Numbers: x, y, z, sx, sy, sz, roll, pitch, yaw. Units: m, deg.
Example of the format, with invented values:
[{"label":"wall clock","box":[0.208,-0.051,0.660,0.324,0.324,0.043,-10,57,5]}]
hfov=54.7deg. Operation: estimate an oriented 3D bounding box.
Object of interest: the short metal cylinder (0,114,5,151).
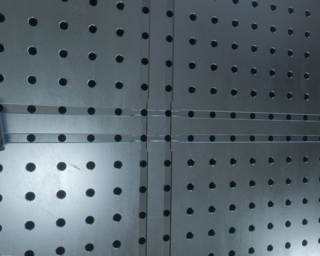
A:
[{"label":"short metal cylinder","box":[-0.203,0.003,0.308,0.081,0.080,0.050,-8,93,-20]}]
